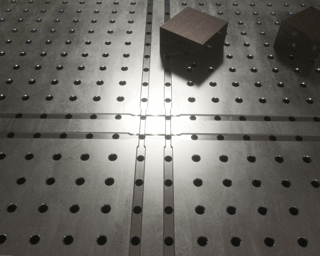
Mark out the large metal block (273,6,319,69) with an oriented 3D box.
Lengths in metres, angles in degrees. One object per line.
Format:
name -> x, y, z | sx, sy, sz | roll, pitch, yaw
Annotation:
large metal block -> 0.257, -0.155, 0.525 | 0.081, 0.050, 0.080 | -30, 57, -23

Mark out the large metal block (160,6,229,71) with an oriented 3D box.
large metal block -> 0.056, -0.152, 0.520 | 0.080, 0.050, 0.080 | 30, 56, 22
